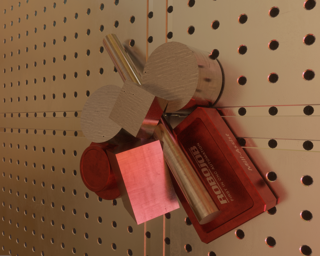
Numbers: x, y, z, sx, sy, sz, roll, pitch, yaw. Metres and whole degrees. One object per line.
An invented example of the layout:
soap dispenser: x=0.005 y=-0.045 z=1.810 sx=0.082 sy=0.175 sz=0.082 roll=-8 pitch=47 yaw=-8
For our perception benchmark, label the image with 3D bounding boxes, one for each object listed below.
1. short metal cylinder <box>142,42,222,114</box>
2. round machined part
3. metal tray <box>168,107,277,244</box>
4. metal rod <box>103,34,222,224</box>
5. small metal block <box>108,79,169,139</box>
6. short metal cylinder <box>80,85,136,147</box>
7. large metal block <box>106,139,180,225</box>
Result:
short metal cylinder: x=0.026 y=-0.057 z=0.367 sx=0.080 sy=0.050 sz=0.079 roll=0 pitch=90 yaw=40
round machined part: x=-0.082 y=0.058 z=0.460 sx=0.098 sy=0.042 sz=0.097 roll=0 pitch=90 yaw=40
metal tray: x=0.056 y=0.052 z=0.355 sx=0.090 sy=0.030 sz=0.130 roll=-44 pitch=64 yaw=31
metal rod: x=-0.012 y=-0.022 z=0.382 sx=0.025 sy=0.025 sz=0.299 roll=-50 pitch=51 yaw=28
small metal block: x=-0.025 y=-0.021 z=0.356 sx=0.050 sy=0.025 sz=0.050 roll=33 pitch=102 yaw=35
short metal cylinder: x=-0.061 y=-0.013 z=0.424 sx=0.080 sy=0.050 sz=0.080 roll=-10 pitch=69 yaw=28
large metal block: x=-0.024 y=0.059 z=0.374 sx=0.080 sy=0.050 sz=0.080 roll=179 pitch=74 yaw=-73
